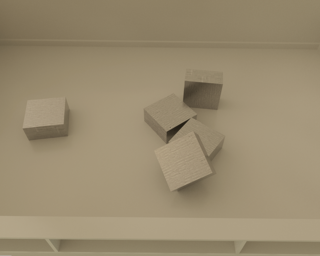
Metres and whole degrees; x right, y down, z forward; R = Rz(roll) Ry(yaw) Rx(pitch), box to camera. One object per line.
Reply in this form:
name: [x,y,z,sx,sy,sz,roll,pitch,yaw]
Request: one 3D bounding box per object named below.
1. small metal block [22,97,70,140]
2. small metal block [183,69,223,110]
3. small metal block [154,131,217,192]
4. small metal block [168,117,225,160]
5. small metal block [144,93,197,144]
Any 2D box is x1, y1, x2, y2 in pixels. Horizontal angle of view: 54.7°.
small metal block: [-0.150,-0.013,0.414,0.050,0.025,0.050,-6,50,-6]
small metal block: [0.059,-0.054,0.435,0.050,0.050,0.025,6,50,4]
small metal block: [0.029,0.039,0.350,0.050,0.025,0.050,-27,72,13]
small metal block: [0.045,0.021,0.388,0.050,0.025,0.050,31,56,22]
small metal block: [0.013,-0.014,0.417,0.050,0.025,0.050,-29,56,-23]
